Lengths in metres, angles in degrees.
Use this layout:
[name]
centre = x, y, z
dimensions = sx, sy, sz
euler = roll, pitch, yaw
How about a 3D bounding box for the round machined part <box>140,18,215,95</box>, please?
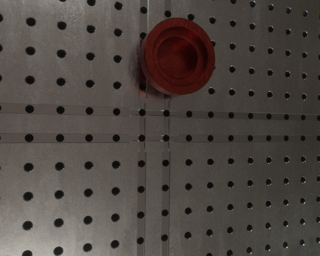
[round machined part]
centre = 0.020, -0.091, 0.412
dimensions = 0.099, 0.042, 0.097
euler = 0, 90, -21
